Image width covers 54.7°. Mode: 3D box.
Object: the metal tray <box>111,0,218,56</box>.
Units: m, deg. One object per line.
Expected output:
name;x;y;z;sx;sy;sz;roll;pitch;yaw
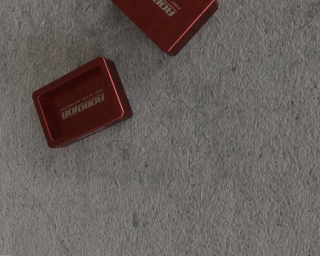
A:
metal tray;0.000;-0.170;0.406;0.090;0.030;0.130;-47;76;14

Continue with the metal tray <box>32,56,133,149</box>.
metal tray;-0.114;-0.034;0.446;0.130;0.030;0.090;-23;83;18
